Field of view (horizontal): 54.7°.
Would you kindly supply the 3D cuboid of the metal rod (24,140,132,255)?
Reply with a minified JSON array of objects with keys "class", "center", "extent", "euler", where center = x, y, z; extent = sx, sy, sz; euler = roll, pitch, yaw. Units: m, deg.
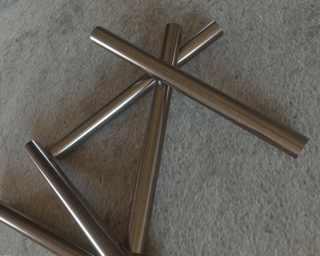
[{"class":"metal rod","center":[-0.108,0.090,0.386],"extent":[0.025,0.025,0.300],"euler":[-50,47,-7]}]

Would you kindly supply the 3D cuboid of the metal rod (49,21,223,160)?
[{"class":"metal rod","center":[-0.036,-0.053,0.453],"extent":[0.300,0.025,0.025],"euler":[-37,51,2]}]

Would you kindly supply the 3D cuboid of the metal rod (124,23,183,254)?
[{"class":"metal rod","center":[-0.004,-0.003,0.388],"extent":[0.025,0.025,0.299],"euler":[-1,67,27]}]

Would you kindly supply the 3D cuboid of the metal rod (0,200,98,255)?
[{"class":"metal rod","center":[-0.118,0.143,0.376],"extent":[0.300,0.025,0.025],"euler":[11,68,32]}]

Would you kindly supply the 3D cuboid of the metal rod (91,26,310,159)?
[{"class":"metal rod","center":[0.029,-0.054,0.373],"extent":[0.300,0.025,0.025],"euler":[33,80,23]}]
